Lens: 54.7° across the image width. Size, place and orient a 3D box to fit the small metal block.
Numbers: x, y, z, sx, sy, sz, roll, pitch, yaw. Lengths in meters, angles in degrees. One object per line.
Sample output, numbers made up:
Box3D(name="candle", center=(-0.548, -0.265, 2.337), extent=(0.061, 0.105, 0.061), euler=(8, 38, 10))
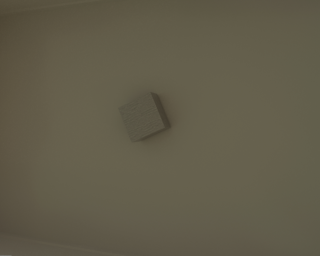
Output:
Box3D(name="small metal block", center=(-0.021, -0.014, 0.413), extent=(0.050, 0.025, 0.050), euler=(-24, 82, 18))
